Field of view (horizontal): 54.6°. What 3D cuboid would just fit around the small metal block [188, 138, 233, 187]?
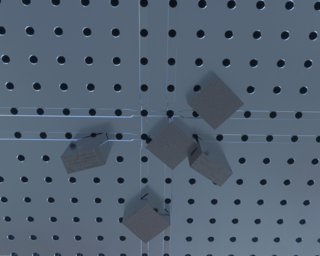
[{"bbox_3d":[0.066,0.045,0.417,0.050,0.050,0.025,34,107,-12],"label":"small metal block"}]

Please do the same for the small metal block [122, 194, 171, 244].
[{"bbox_3d":[-0.020,0.136,0.463,0.050,0.025,0.050,-40,106,13],"label":"small metal block"}]

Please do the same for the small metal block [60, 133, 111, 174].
[{"bbox_3d":[-0.096,0.033,0.411,0.050,0.050,0.025,-15,110,5],"label":"small metal block"}]

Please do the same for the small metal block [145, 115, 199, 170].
[{"bbox_3d":[0.016,0.020,0.421,0.050,0.025,0.050,41,105,-14],"label":"small metal block"}]

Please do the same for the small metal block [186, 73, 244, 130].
[{"bbox_3d":[0.071,-0.034,0.401,0.050,0.025,0.050,43,104,-14],"label":"small metal block"}]
